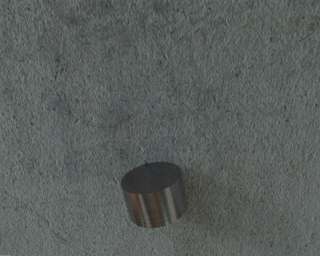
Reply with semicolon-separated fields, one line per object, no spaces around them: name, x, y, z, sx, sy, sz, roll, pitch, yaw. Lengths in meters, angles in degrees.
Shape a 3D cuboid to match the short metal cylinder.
short metal cylinder;-0.007;0.086;0.412;0.080;0.080;0.050;-10;110;4
